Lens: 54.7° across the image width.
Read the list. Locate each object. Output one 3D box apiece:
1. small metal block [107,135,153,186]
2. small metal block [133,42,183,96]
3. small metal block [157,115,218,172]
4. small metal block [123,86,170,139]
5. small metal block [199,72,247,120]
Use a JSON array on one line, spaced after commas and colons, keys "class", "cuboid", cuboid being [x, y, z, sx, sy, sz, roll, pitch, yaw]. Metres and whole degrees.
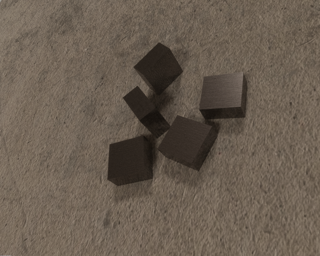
[{"class": "small metal block", "cuboid": [-0.038, 0.042, 0.396, 0.050, 0.025, 0.050, -15, 56, 19]}, {"class": "small metal block", "cuboid": [-0.001, -0.083, 0.438, 0.050, 0.050, 0.025, -45, 51, -3]}, {"class": "small metal block", "cuboid": [0.034, 0.017, 0.375, 0.050, 0.025, 0.050, 20, 72, 35]}, {"class": "small metal block", "cuboid": [-0.017, -0.020, 0.408, 0.025, 0.050, 0.050, -39, 51, 2]}, {"class": "small metal block", "cuboid": [0.080, -0.039, 0.386, 0.050, 0.025, 0.050, -3, 60, 26]}]
